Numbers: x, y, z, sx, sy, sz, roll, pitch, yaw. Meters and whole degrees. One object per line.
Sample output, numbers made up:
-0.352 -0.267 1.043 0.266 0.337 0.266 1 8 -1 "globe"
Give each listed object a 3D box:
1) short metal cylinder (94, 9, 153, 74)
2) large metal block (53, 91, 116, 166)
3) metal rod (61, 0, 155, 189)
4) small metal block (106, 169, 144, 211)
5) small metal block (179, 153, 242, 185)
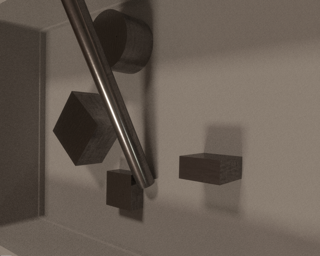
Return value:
-0.056 -0.119 0.435 0.080 0.050 0.079 0 90 39 "short metal cylinder"
-0.113 0.000 0.481 0.080 0.050 0.080 48 118 29 "large metal block"
-0.068 -0.058 0.381 0.025 0.025 0.298 -6 111 39 "metal rod"
-0.051 0.088 0.447 0.050 0.025 0.050 2 91 39 "small metal block"
0.056 0.044 0.343 0.050 0.050 0.025 3 92 39 "small metal block"
